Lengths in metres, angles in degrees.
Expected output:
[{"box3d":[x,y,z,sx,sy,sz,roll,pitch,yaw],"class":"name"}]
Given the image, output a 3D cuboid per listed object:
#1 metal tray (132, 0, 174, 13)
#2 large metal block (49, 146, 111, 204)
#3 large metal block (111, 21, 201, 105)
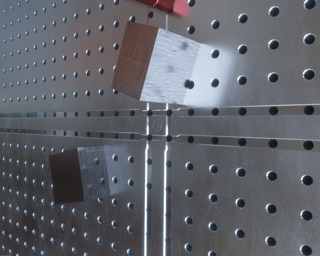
[{"box3d":[-0.025,-0.222,0.426,0.130,0.030,0.089,33,111,35],"class":"metal tray"},{"box3d":[-0.131,0.076,0.502,0.080,0.050,0.080,-16,80,39],"class":"large metal block"},{"box3d":[-0.004,-0.076,0.377,0.050,0.081,0.079,26,106,37],"class":"large metal block"}]
